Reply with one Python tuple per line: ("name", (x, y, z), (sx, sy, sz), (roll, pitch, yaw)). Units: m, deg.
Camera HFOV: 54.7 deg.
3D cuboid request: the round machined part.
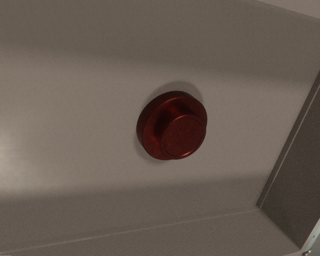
("round machined part", (0.022, 0.003, 0.413), (0.099, 0.042, 0.097), (-14, 125, -21))
